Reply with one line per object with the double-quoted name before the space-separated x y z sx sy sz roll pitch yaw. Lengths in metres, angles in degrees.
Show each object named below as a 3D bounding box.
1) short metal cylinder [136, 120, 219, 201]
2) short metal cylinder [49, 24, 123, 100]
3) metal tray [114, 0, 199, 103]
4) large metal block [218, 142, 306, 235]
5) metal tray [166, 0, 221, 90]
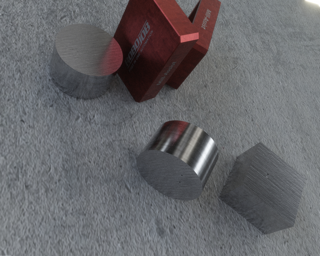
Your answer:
"short metal cylinder" 0.021 0.038 0.356 0.080 0.080 0.050 38 51 -3
"short metal cylinder" -0.093 -0.083 0.388 0.081 0.050 0.080 14 56 -21
"metal tray" -0.016 -0.103 0.391 0.030 0.129 0.090 -23 74 -36
"large metal block" 0.137 0.080 0.413 0.080 0.050 0.080 39 51 -2
"metal tray" 0.046 -0.131 0.466 0.030 0.090 0.130 28 52 -11
